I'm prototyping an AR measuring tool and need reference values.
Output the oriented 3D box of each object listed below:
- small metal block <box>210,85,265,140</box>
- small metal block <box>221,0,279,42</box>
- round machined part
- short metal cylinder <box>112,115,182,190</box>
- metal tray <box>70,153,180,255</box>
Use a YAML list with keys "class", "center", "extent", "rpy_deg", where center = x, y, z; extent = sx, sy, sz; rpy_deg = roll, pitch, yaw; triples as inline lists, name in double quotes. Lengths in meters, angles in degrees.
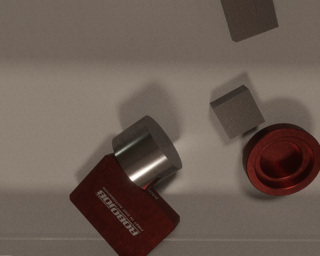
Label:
- class: "small metal block"
  center: [0.101, -0.021, 0.405]
  extent: [0.050, 0.025, 0.050]
  rpy_deg: [-29, 108, 10]
- class: "small metal block"
  center: [0.104, -0.135, 0.363]
  extent: [0.050, 0.025, 0.050]
  rpy_deg: [-19, 110, 7]
- class: "round machined part"
  center: [0.160, 0.039, 0.419]
  extent: [0.099, 0.042, 0.097]
  rpy_deg: [0, 110, -1]
- class: "short metal cylinder"
  center: [-0.015, 0.031, 0.393]
  extent: [0.050, 0.080, 0.080]
  rpy_deg: [-34, 107, 11]
- class: "metal tray"
  center: [-0.049, 0.109, 0.421]
  extent: [0.130, 0.030, 0.090]
  rpy_deg: [45, 104, 10]
